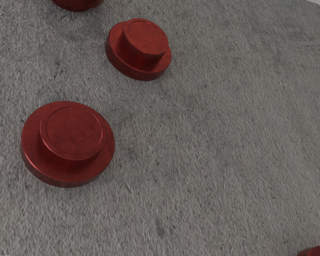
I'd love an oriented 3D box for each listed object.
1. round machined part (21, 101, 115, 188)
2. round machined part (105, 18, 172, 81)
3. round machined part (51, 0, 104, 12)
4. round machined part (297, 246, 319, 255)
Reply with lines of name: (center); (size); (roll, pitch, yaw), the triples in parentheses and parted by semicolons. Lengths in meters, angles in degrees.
round machined part: (-0.096, 0.011, 0.334); (0.099, 0.042, 0.098); (14, 56, -21)
round machined part: (-0.026, -0.120, 0.452); (0.099, 0.042, 0.098); (14, 56, -21)
round machined part: (-0.127, -0.210, 0.452); (0.099, 0.042, 0.098); (14, 56, -21)
round machined part: (0.198, 0.198, 0.378); (0.099, 0.042, 0.098); (14, 56, -21)
